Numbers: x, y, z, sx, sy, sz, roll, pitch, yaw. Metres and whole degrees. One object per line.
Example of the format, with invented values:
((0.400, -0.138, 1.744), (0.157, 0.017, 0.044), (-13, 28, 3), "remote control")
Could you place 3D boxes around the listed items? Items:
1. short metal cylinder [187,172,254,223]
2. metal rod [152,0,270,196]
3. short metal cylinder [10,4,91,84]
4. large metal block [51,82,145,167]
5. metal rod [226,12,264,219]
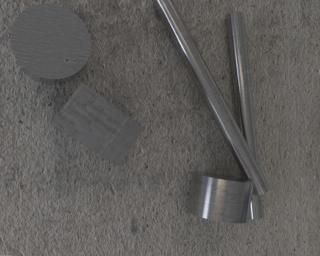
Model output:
((0.079, 0.089, 0.409), (0.081, 0.080, 0.050), (10, 87, -20), "short metal cylinder")
((0.071, -0.043, 0.422), (0.025, 0.025, 0.299), (-30, 95, -18), "metal rod")
((-0.122, -0.092, 0.351), (0.081, 0.050, 0.080), (0, 90, -20), "short metal cylinder")
((-0.074, -0.003, 0.353), (0.080, 0.080, 0.050), (37, 78, -17), "large metal block")
((0.125, -0.016, 0.455), (0.025, 0.025, 0.298), (-7, 93, -20), "metal rod")
